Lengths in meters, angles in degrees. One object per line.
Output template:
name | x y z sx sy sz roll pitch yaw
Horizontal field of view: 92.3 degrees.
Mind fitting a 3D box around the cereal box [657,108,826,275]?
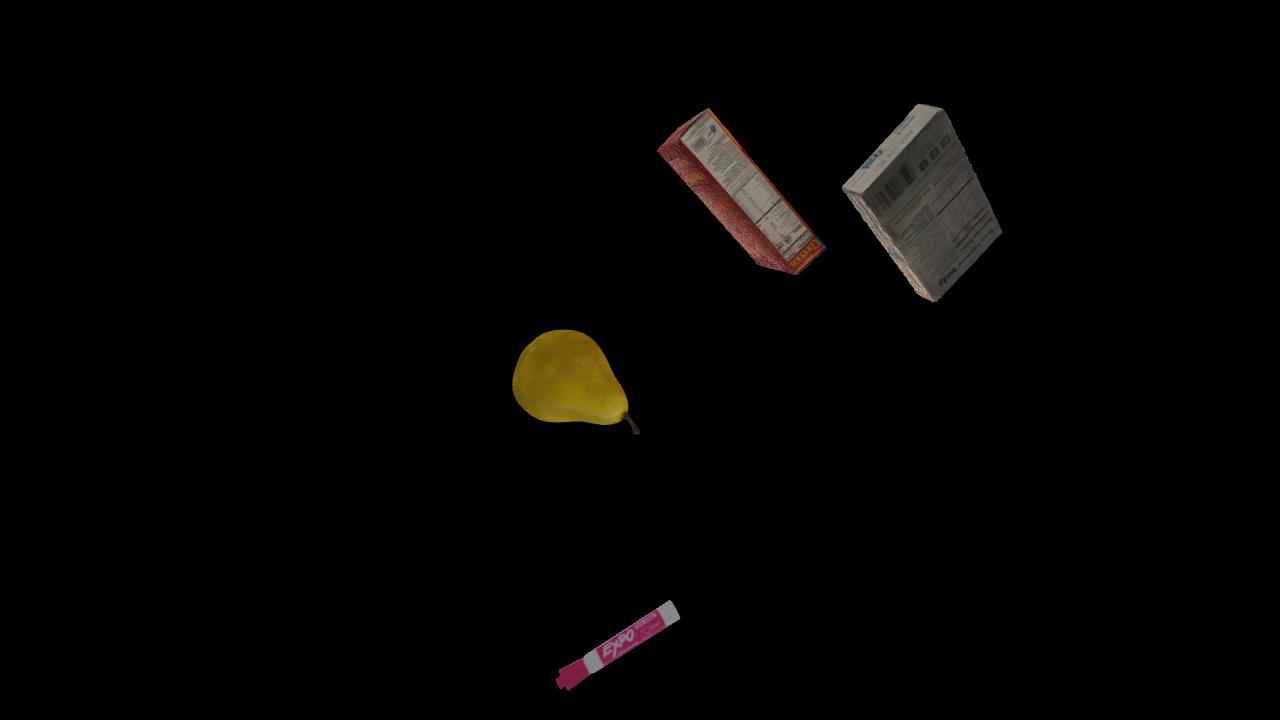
cereal box | 0.172 -0.288 1.084 0.306 0.081 0.203 44 4 -15

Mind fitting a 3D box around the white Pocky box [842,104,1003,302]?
white Pocky box | 0.232 -0.120 0.496 0.154 0.084 0.028 35 10 -38

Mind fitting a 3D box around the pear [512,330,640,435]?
pear | -0.042 0.021 0.488 0.111 0.080 0.080 22 5 12

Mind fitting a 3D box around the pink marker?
pink marker | -0.020 0.255 0.550 0.121 0.020 0.020 -28 7 -13
